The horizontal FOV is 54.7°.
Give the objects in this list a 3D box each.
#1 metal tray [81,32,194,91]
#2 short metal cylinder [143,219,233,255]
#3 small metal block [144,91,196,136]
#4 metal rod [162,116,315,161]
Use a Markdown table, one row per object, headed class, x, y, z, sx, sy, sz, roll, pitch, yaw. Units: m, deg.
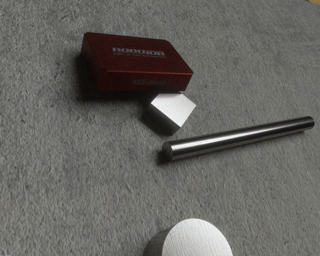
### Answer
| class | x | y | z | sx | sy | sz | roll | pitch | yaw |
| --- | --- | --- | --- | --- | --- | --- | --- | --- | --- |
| metal tray | -0.031 | -0.089 | 0.421 | 0.131 | 0.030 | 0.090 | -4 | 45 | -30 |
| short metal cylinder | 0.028 | 0.139 | 0.318 | 0.081 | 0.050 | 0.080 | 14 | 56 | -21 |
| small metal block | 0.014 | -0.026 | 0.427 | 0.050 | 0.025 | 0.050 | 39 | 51 | -2 |
| metal rod | 0.136 | 0.010 | 0.470 | 0.303 | 0.025 | 0.025 | -9 | 66 | -32 |
